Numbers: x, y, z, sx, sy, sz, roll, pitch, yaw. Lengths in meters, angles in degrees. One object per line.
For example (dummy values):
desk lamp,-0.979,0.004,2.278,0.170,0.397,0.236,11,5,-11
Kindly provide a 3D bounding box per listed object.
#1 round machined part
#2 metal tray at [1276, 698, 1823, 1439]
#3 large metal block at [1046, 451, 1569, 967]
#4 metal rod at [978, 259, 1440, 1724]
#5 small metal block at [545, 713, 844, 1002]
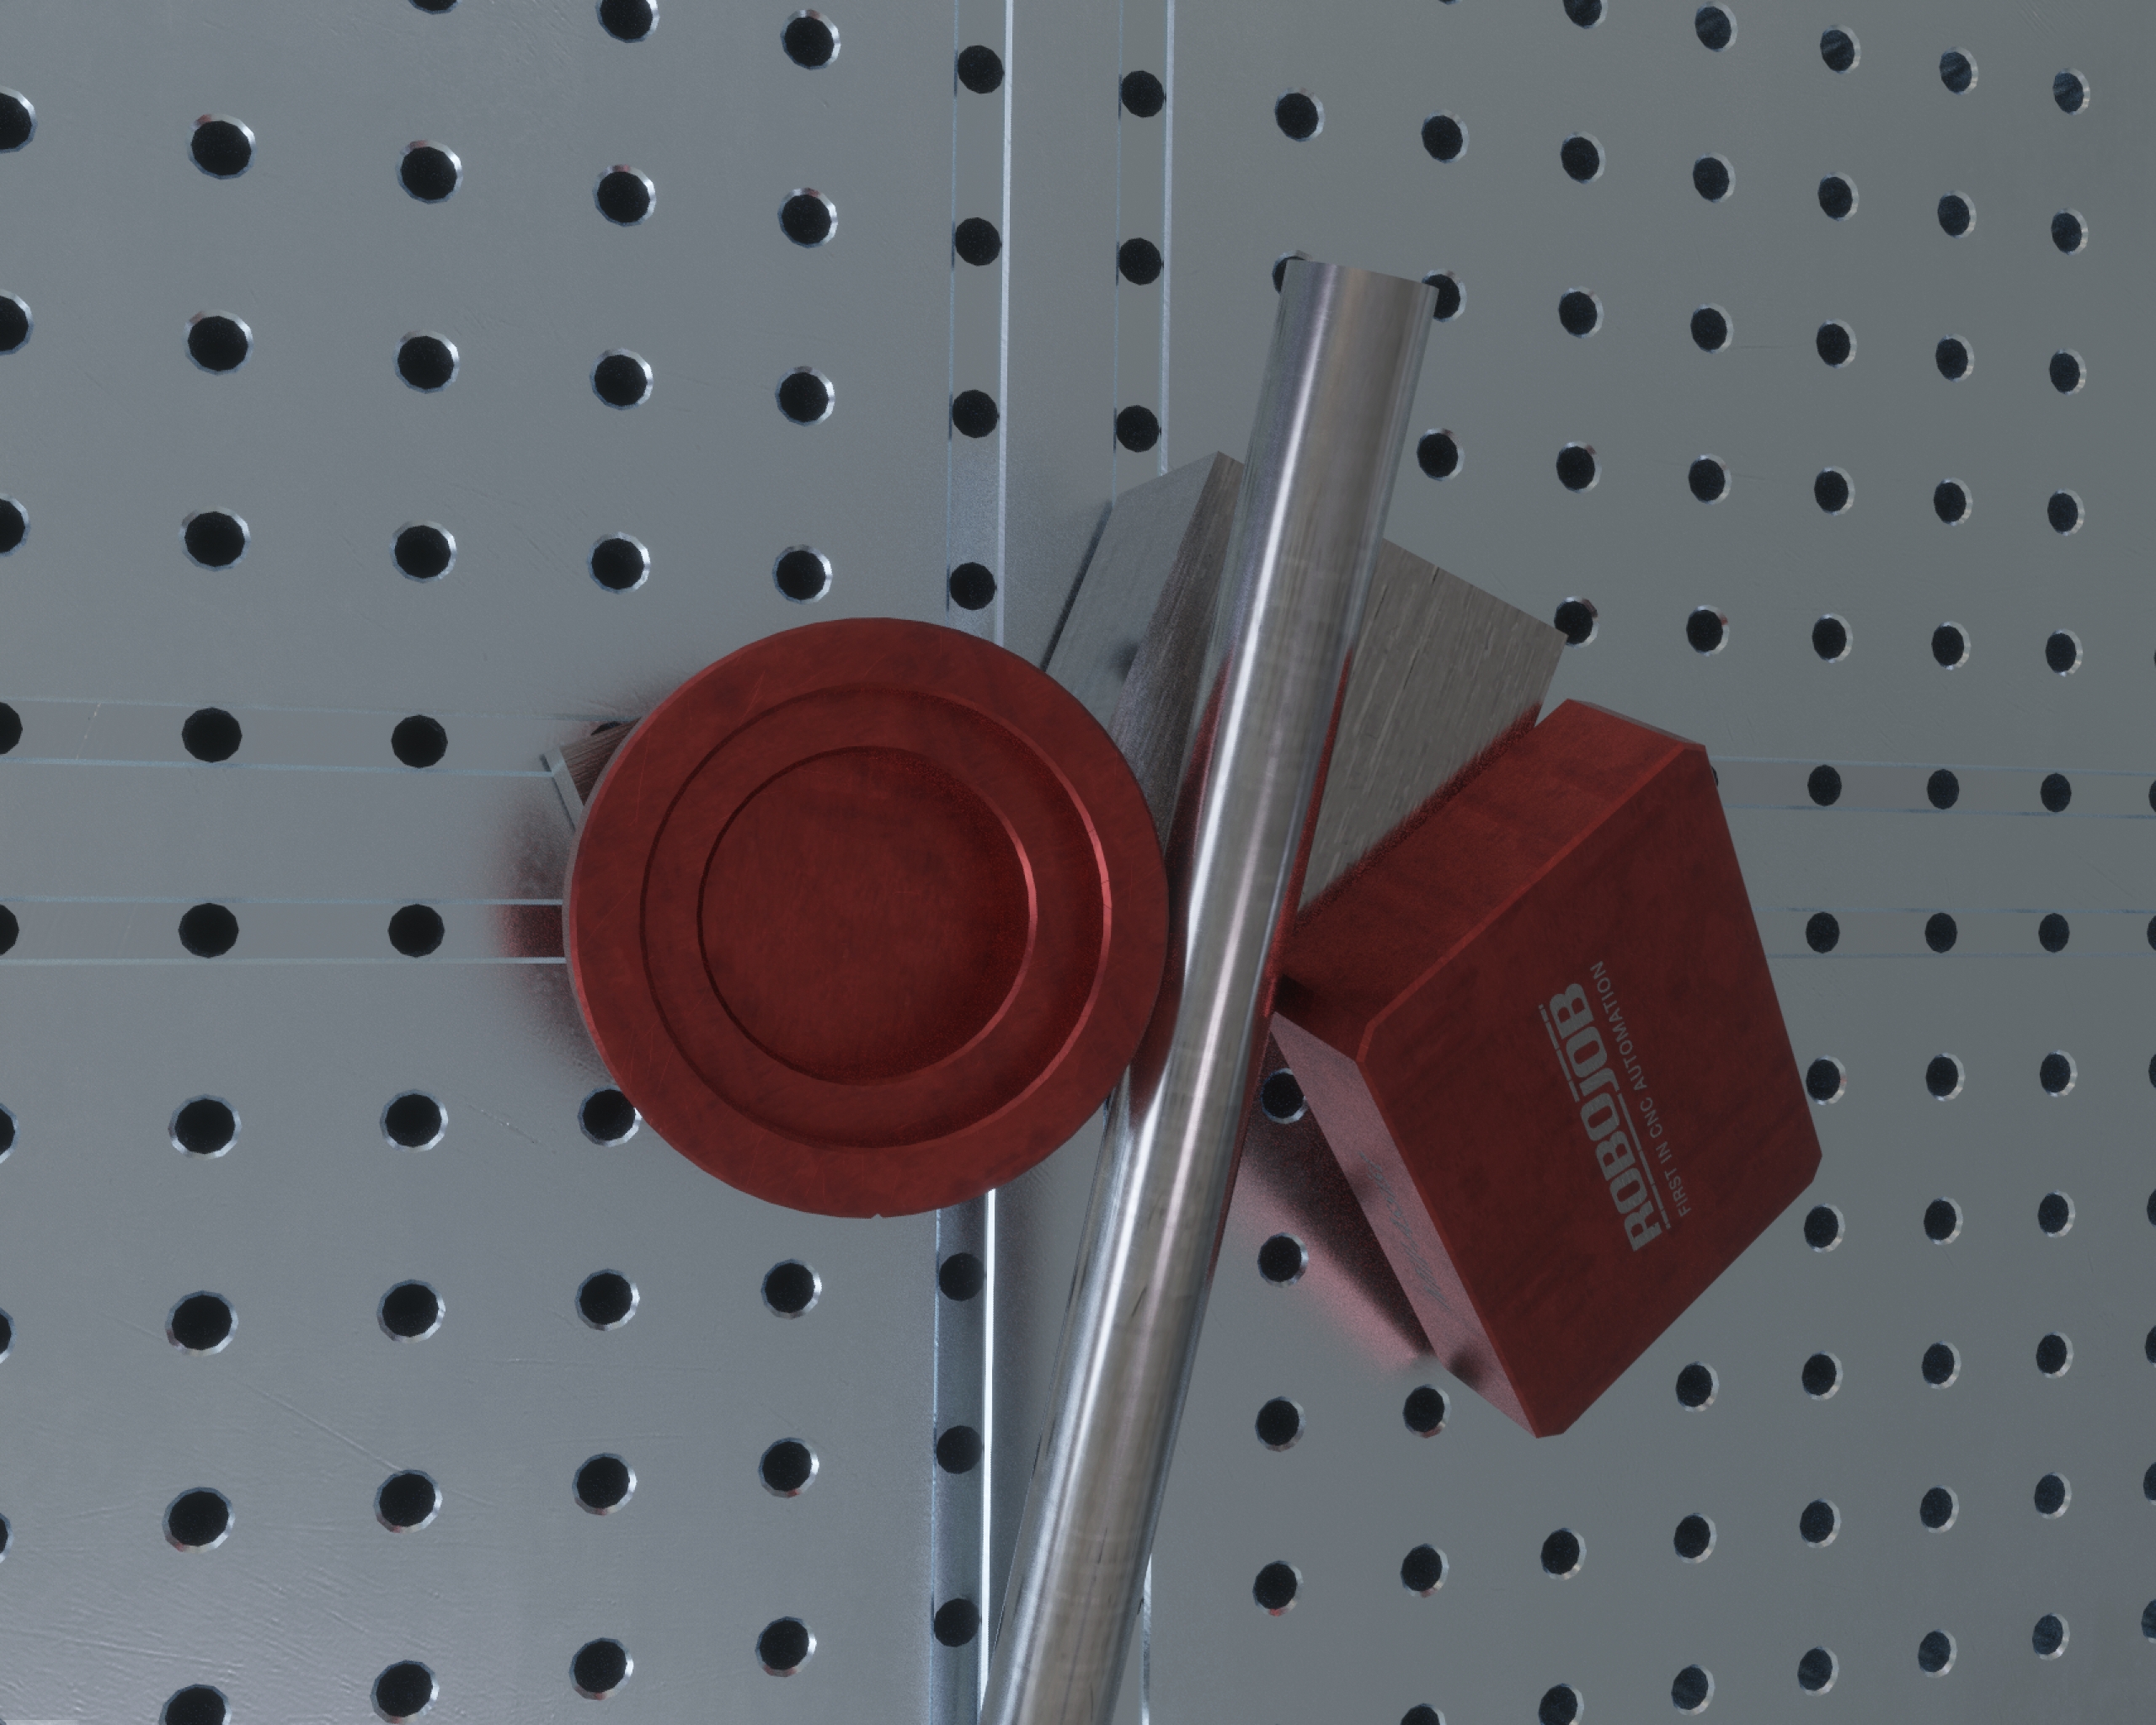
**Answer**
round machined part,-0.038,0.009,0.357,0.099,0.042,0.097,0,91,-17
metal tray,0.097,0.044,0.415,0.090,0.030,0.130,-40,128,-15
large metal block,0.037,-0.023,0.410,0.080,0.050,0.080,24,82,-19
metal rod,0.018,0.047,0.373,0.025,0.025,0.298,7,104,-20
small metal block,-0.064,-0.006,0.386,0.050,0.025,0.050,-23,98,-19
